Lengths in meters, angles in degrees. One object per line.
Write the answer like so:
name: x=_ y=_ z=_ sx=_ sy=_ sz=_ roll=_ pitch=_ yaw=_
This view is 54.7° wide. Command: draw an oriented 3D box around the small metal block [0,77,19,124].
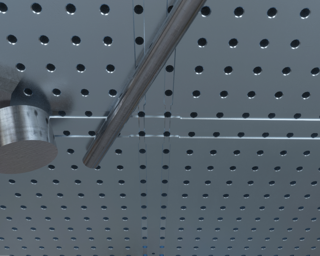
small metal block: x=-0.205 y=-0.038 z=0.377 sx=0.050 sy=0.025 sz=0.050 roll=18 pitch=128 yaw=-15

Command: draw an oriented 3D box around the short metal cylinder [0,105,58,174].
short metal cylinder: x=-0.174 y=0.016 z=0.385 sx=0.081 sy=0.050 sz=0.080 roll=-18 pitch=153 yaw=-10

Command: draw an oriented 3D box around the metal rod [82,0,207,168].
metal rod: x=-0.026 y=-0.050 z=0.368 sx=0.025 sy=0.025 sz=0.298 roll=24 pitch=126 yaw=-19
